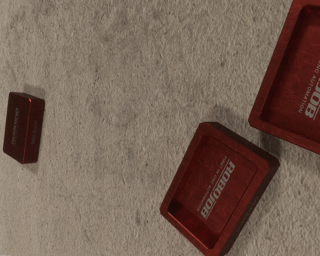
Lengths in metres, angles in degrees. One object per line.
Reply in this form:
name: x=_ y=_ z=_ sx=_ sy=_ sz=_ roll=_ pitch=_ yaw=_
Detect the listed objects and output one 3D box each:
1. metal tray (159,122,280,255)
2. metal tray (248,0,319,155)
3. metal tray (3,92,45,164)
metal tray: x=0.061 y=0.069 z=0.349 sx=0.090 sy=0.030 sz=0.129 roll=36 pitch=112 yaw=34
metal tray: x=0.146 y=-0.047 z=0.280 sx=0.090 sy=0.030 sz=0.129 roll=27 pitch=107 yaw=36
metal tray: x=-0.277 y=-0.002 z=0.626 sx=0.090 sy=0.030 sz=0.129 roll=17 pitch=101 yaw=38
